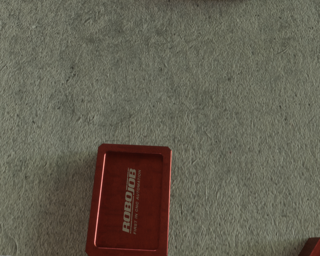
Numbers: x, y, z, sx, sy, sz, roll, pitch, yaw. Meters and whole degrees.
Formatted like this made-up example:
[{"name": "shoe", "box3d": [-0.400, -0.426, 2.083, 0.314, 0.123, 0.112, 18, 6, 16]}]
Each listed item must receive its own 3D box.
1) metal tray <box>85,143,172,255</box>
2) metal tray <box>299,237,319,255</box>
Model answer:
[{"name": "metal tray", "box3d": [-0.034, 0.086, 0.373, 0.091, 0.030, 0.130, 3, 70, 1]}, {"name": "metal tray", "box3d": [0.205, 0.195, 0.335, 0.130, 0.030, 0.090, 37, 74, 12]}]
